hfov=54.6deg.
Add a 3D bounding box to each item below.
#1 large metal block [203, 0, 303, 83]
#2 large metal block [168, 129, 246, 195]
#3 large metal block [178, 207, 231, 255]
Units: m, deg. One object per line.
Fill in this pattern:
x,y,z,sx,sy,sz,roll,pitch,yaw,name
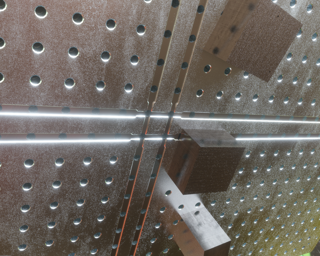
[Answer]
0.115,-0.113,0.387,0.081,0.050,0.080,16,110,-35,large metal block
0.068,0.049,0.462,0.081,0.050,0.079,2,117,-30,large metal block
0.074,0.200,0.538,0.050,0.080,0.079,-13,124,-22,large metal block
